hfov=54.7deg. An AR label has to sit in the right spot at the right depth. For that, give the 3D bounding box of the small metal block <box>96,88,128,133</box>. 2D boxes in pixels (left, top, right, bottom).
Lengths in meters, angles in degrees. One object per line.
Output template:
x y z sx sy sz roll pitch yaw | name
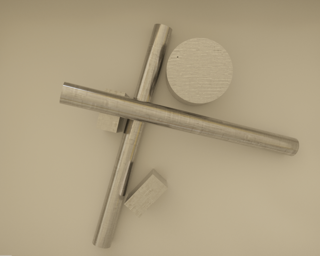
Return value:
-0.060 -0.021 0.398 0.025 0.050 0.050 13 90 0 | small metal block

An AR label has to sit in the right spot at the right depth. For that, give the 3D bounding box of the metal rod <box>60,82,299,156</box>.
0.035 -0.007 0.380 0.302 0.025 0.025 13 90 -13 | metal rod

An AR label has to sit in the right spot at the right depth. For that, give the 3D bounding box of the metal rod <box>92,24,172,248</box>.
-0.036 0.010 0.410 0.025 0.025 0.298 16 90 -1 | metal rod

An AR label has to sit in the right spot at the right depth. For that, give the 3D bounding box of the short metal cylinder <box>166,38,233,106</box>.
0.048 -0.070 0.400 0.081 0.050 0.079 0 90 -1 | short metal cylinder

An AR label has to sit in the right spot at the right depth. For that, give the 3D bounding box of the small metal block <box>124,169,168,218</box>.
-0.017 0.082 0.399 0.025 0.050 0.050 44 90 -1 | small metal block
